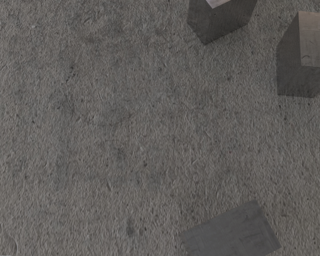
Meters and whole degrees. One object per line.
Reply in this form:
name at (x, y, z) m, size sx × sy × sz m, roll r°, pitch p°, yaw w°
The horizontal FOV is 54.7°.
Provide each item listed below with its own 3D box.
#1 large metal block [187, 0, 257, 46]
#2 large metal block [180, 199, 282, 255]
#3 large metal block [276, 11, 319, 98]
large metal block at (0.089, -0.177, 0.444) m, size 0.080 × 0.080 × 0.050 m, roll -28°, pitch 73°, yaw -10°
large metal block at (0.070, 0.121, 0.335) m, size 0.080 × 0.080 × 0.050 m, roll -23°, pitch 72°, yaw -8°
large metal block at (0.196, -0.095, 0.415) m, size 0.050 × 0.080 × 0.080 m, roll 6°, pitch 70°, yaw 2°
